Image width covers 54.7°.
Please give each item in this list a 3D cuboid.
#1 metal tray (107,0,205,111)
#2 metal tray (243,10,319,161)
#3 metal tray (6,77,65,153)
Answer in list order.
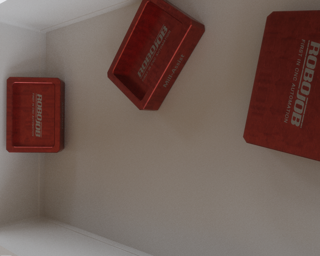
[{"bbox_3d":[-0.011,-0.099,0.410,0.090,0.030,0.129,46,117,30],"label":"metal tray"},{"bbox_3d":[0.137,-0.040,0.290,0.090,0.030,0.129,15,100,38],"label":"metal tray"},{"bbox_3d":[-0.217,-0.023,0.544,0.091,0.030,0.129,1,90,-3],"label":"metal tray"}]
